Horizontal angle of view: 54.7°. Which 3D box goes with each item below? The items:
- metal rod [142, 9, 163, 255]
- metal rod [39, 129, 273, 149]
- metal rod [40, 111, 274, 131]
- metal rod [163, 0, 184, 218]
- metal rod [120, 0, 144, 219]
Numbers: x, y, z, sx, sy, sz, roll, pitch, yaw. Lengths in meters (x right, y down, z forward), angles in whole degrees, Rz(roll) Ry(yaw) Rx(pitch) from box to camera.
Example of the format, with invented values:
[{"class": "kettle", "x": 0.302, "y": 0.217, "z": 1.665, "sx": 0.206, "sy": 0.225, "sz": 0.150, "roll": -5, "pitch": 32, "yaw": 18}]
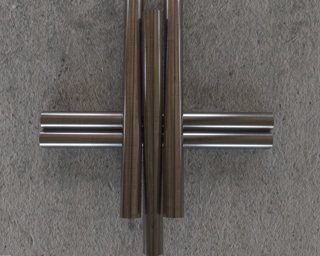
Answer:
[{"class": "metal rod", "x": -0.009, "y": 0.005, "z": 0.385, "sx": 0.025, "sy": 0.025, "sz": 0.298, "roll": 0, "pitch": 90, "yaw": -1}, {"class": "metal rod", "x": -0.004, "y": 0.015, "z": 0.412, "sx": 0.302, "sy": 0.025, "sz": 0.025, "roll": 0, "pitch": 90, "yaw": -1}, {"class": "metal rod", "x": -0.003, "y": -0.010, "z": 0.412, "sx": 0.302, "sy": 0.025, "sz": 0.025, "roll": 0, "pitch": 90, "yaw": -1}, {"class": "metal rod", "x": 0.017, "y": -0.042, "z": 0.390, "sx": 0.025, "sy": 0.025, "sz": 0.298, "roll": 0, "pitch": 82, "yaw": -1}, {"class": "metal rod", "x": -0.034, "y": -0.042, "z": 0.390, "sx": 0.025, "sy": 0.025, "sz": 0.298, "roll": 0, "pitch": 82, "yaw": -1}]
